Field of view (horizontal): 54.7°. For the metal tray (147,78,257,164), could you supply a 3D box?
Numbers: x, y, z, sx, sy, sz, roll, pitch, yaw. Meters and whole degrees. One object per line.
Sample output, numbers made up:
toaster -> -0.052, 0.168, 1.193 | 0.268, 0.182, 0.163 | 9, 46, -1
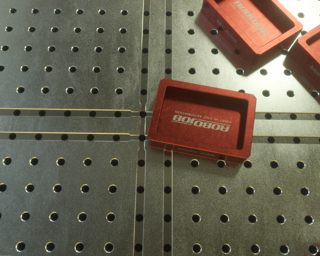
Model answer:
metal tray -> 0.056, -0.010, 0.413 | 0.131, 0.030, 0.090 | 11, 70, 3

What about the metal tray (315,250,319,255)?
metal tray -> 0.190, 0.204, 0.337 | 0.130, 0.030, 0.090 | -43, 76, -14

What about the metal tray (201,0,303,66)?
metal tray -> 0.137, -0.168, 0.472 | 0.090, 0.030, 0.130 | -33, 74, -12

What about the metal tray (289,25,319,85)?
metal tray -> 0.267, -0.094, 0.446 | 0.090, 0.030, 0.130 | -33, 74, -12
